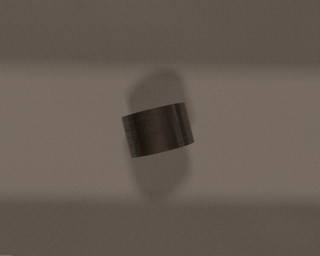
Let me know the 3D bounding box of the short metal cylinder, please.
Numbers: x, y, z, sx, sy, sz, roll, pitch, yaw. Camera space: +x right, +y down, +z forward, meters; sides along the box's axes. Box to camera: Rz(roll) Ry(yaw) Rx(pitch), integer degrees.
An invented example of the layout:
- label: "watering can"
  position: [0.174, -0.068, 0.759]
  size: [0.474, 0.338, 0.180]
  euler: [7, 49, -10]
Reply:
- label: "short metal cylinder"
  position: [-0.002, 0.002, 0.384]
  size: [0.080, 0.080, 0.050]
  euler: [-14, 90, 0]
